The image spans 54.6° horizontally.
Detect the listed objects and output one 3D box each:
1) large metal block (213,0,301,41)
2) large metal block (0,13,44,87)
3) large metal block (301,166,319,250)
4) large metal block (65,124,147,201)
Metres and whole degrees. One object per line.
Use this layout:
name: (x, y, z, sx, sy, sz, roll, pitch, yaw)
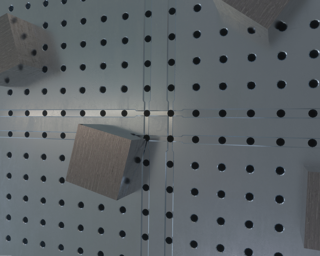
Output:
large metal block: (0.118, -0.162, 0.358, 0.080, 0.050, 0.080, 40, 103, 15)
large metal block: (-0.239, -0.118, 0.485, 0.080, 0.050, 0.080, -18, 84, 19)
large metal block: (0.197, 0.086, 0.330, 0.080, 0.050, 0.080, 3, 91, 20)
large metal block: (-0.073, 0.043, 0.426, 0.080, 0.050, 0.080, 16, 95, 19)
